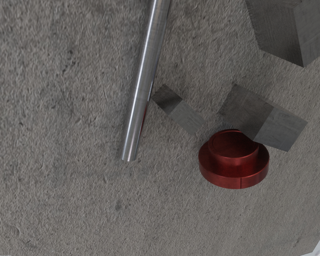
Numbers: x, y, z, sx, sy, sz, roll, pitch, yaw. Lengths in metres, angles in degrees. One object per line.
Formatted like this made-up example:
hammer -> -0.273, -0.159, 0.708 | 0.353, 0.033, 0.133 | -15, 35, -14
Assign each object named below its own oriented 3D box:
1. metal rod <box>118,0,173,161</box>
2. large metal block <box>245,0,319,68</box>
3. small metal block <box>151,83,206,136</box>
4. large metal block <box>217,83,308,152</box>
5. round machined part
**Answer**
metal rod -> -0.009, -0.094, 0.343 | 0.025, 0.025, 0.298 | 0, 119, -28
large metal block -> 0.157, -0.131, 0.376 | 0.050, 0.080, 0.080 | -37, 129, -4
small metal block -> 0.022, -0.023, 0.388 | 0.025, 0.050, 0.050 | -47, 129, 5
large metal block -> 0.144, -0.015, 0.441 | 0.081, 0.080, 0.050 | 16, 110, -35
round machined part -> 0.104, 0.037, 0.439 | 0.099, 0.098, 0.042 | -20, 126, -17
